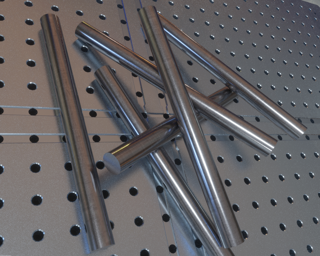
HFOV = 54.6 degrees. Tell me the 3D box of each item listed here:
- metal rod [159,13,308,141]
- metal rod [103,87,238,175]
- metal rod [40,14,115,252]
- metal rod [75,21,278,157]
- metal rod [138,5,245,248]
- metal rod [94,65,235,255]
[{"bbox_3d":[0.093,-0.088,0.477,0.300,0.025,0.025,42,50,14],"label":"metal rod"},{"bbox_3d":[0.044,-0.018,0.419,0.302,0.025,0.025,-30,78,-45],"label":"metal rod"},{"bbox_3d":[-0.102,-0.013,0.360,0.025,0.025,0.299,-6,65,-31],"label":"metal rod"},{"bbox_3d":[0.013,-0.056,0.406,0.300,0.025,0.025,33,50,11],"label":"metal rod"},{"bbox_3d":[0.032,-0.011,0.369,0.025,0.025,0.299,-12,77,-33],"label":"metal rod"},{"bbox_3d":[0.005,0.047,0.381,0.025,0.025,0.299,-25,75,-37],"label":"metal rod"}]
